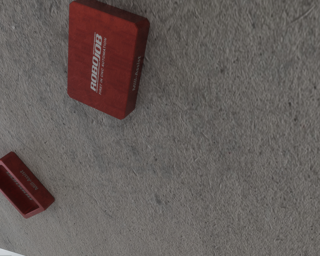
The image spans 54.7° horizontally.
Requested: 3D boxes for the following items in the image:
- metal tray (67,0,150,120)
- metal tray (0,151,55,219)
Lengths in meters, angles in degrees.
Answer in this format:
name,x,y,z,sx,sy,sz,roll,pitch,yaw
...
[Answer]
name,x,y,z,sx,sy,sz,roll,pitch,yaw
metal tray,-0.069,-0.083,0.388,0.090,0.030,0.129,24,127,13
metal tray,-0.285,0.118,0.626,0.090,0.030,0.130,-29,103,37
